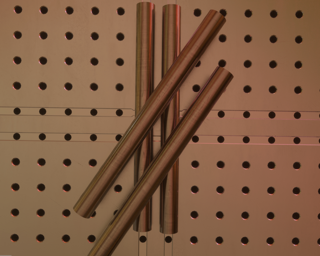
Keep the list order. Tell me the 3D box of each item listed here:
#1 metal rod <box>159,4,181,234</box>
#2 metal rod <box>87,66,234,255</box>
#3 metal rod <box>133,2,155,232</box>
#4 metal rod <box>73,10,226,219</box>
[{"bbox_3d":[0.014,-0.011,0.414,0.025,0.025,0.298,1,90,0],"label":"metal rod"},{"bbox_3d":[-0.003,0.053,0.388,0.025,0.025,0.299,35,90,0],"label":"metal rod"},{"bbox_3d":[-0.021,-0.014,0.414,0.025,0.025,0.298,1,90,0],"label":"metal rod"},{"bbox_3d":[-0.013,-0.017,0.389,0.025,0.025,0.299,35,90,0],"label":"metal rod"}]
